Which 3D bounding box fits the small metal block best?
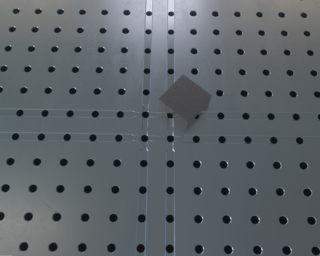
[{"bbox_3d":[0.034,-0.037,0.426,0.050,0.025,0.050,40,75,13],"label":"small metal block"}]
